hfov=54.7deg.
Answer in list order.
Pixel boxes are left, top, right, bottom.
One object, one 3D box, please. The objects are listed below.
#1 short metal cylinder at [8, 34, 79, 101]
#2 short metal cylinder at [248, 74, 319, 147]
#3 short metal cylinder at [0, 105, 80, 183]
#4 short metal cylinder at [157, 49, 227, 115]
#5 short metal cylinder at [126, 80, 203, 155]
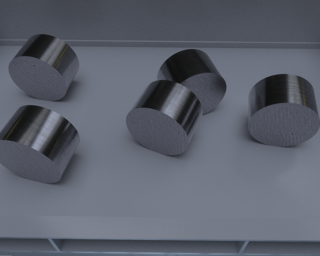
[{"bbox_3d":[-0.162,-0.084,0.439,0.080,0.080,0.050,8,51,6],"label":"short metal cylinder"},{"bbox_3d":[0.152,-0.021,0.388,0.080,0.080,0.050,8,51,7],"label":"short metal cylinder"},{"bbox_3d":[-0.139,0.020,0.352,0.080,0.080,0.050,11,51,9],"label":"short metal cylinder"},{"bbox_3d":[0.042,-0.059,0.419,0.081,0.080,0.050,-14,52,-11],"label":"short metal cylinder"},{"bbox_3d":[0.006,-0.012,0.379,0.080,0.080,0.050,18,53,15],"label":"short metal cylinder"}]
